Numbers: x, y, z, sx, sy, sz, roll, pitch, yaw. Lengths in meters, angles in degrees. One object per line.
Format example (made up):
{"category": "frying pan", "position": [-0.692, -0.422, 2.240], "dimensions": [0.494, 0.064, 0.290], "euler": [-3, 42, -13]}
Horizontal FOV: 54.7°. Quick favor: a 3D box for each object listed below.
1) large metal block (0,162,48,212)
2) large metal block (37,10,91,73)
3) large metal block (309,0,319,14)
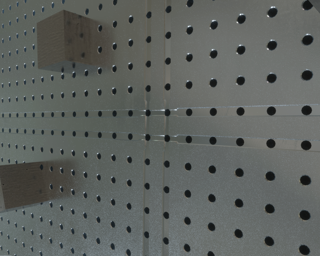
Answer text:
{"category": "large metal block", "position": [-0.273, 0.113, 0.595], "dimensions": [0.050, 0.081, 0.080], "euler": [-26, 74, 37]}
{"category": "large metal block", "position": [-0.163, -0.143, 0.525], "dimensions": [0.080, 0.050, 0.080], "euler": [-4, 88, 39]}
{"category": "large metal block", "position": [0.176, -0.139, 0.248], "dimensions": [0.080, 0.050, 0.079], "euler": [15, 100, 38]}
